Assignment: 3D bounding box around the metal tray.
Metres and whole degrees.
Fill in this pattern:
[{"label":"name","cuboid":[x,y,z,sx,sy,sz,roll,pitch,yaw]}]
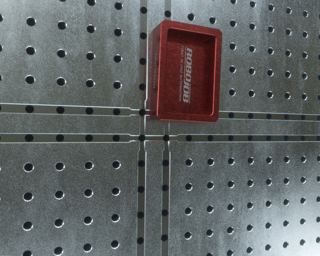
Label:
[{"label":"metal tray","cuboid":[0.036,-0.073,0.424,0.091,0.030,0.129,3,89,-21]}]
